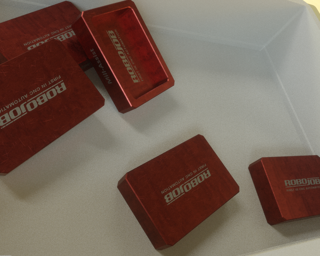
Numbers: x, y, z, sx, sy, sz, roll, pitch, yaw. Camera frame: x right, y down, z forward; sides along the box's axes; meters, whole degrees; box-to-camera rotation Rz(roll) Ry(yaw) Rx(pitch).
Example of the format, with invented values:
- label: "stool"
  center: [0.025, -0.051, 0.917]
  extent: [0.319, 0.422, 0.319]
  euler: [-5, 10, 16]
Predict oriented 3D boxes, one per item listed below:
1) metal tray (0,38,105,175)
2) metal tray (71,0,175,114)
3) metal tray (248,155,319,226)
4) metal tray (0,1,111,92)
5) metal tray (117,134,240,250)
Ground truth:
- label: "metal tray"
  center: [-0.135, -0.025, 0.321]
  extent: [0.131, 0.030, 0.090]
  euler: [-41, 100, -31]
- label: "metal tray"
  center: [-0.044, -0.095, 0.409]
  extent: [0.091, 0.030, 0.130]
  euler: [-36, 102, -40]
- label: "metal tray"
  center: [0.202, 0.088, 0.460]
  extent: [0.131, 0.030, 0.090]
  euler: [1, 61, -28]
- label: "metal tray"
  center: [-0.137, -0.104, 0.393]
  extent: [0.090, 0.030, 0.131]
  euler: [45, 51, 3]
- label: "metal tray"
  center: [0.026, 0.071, 0.375]
  extent: [0.131, 0.030, 0.090]
  euler: [-25, 76, -37]
